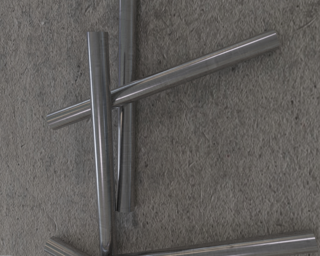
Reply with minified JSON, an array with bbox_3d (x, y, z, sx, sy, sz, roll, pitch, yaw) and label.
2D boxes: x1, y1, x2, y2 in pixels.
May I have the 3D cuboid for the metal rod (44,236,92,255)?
[{"bbox_3d":[-0.031,0.222,0.419,0.301,0.025,0.025,19,97,18],"label":"metal rod"}]

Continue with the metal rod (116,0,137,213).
[{"bbox_3d":[-0.046,-0.036,0.425,0.025,0.025,0.298,1,90,20],"label":"metal rod"}]

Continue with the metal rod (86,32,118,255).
[{"bbox_3d":[-0.072,0.033,0.395,0.025,0.025,0.298,6,107,20],"label":"metal rod"}]

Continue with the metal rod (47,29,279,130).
[{"bbox_3d":[-0.005,-0.056,0.390,0.301,0.025,0.025,-19,84,11],"label":"metal rod"}]

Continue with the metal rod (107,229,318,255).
[{"bbox_3d":[0.031,0.159,0.384,0.301,0.025,0.025,-13,86,14],"label":"metal rod"}]
